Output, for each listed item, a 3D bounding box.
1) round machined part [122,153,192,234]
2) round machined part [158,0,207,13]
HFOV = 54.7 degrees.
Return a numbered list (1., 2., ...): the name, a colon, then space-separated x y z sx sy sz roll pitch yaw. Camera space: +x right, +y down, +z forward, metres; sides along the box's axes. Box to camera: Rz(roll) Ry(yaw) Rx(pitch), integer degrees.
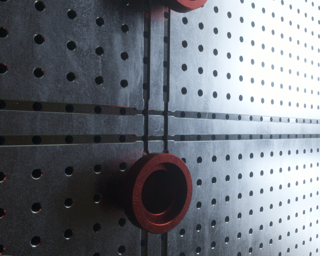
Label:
1. round machined part: -0.008 0.080 0.394 0.099 0.042 0.097 0 90 -40
2. round machined part: 0.022 -0.205 0.418 0.099 0.042 0.097 0 90 -40
